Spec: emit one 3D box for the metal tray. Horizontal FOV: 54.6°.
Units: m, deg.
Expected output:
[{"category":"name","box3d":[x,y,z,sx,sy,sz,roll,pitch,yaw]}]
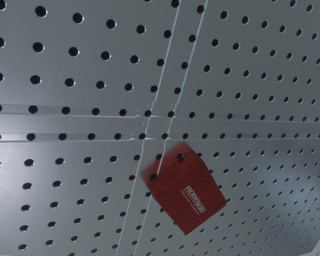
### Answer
[{"category":"metal tray","box3d":[0.047,0.108,0.499,0.090,0.030,0.130,-36,129,-4]}]
